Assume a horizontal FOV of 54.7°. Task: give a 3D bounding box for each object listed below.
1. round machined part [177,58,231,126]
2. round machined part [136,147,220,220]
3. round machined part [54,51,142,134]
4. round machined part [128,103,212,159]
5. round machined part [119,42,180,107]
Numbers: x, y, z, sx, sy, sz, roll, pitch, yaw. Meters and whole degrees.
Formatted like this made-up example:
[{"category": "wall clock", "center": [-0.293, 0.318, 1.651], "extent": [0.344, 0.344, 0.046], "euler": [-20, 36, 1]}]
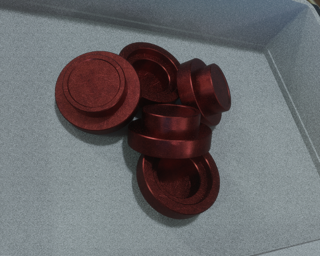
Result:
[{"category": "round machined part", "center": [0.066, -0.051, 0.430], "extent": [0.098, 0.042, 0.098], "euler": [33, 49, -48]}, {"category": "round machined part", "center": [0.018, 0.059, 0.366], "extent": [0.099, 0.042, 0.098], "euler": [14, 56, -21]}, {"category": "round machined part", "center": [-0.071, -0.044, 0.353], "extent": [0.099, 0.042, 0.098], "euler": [0, 76, 0]}, {"category": "round machined part", "center": [0.012, -0.002, 0.363], "extent": [0.099, 0.098, 0.042], "euler": [-7, 110, -31]}, {"category": "round machined part", "center": [-0.017, -0.065, 0.422], "extent": [0.099, 0.042, 0.098], "euler": [14, 56, -21]}]
